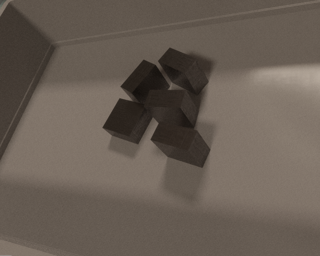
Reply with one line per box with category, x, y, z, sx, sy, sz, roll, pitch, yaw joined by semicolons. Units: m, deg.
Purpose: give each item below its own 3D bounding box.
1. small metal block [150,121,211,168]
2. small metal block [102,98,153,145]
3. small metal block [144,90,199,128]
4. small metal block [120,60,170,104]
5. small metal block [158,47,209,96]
small metal block;0.025;0.020;0.363;0.050;0.050;0.025;15;70;33
small metal block;-0.044;-0.010;0.433;0.050;0.025;0.050;16;70;34
small metal block;0.016;-0.024;0.395;0.050;0.050;0.025;4;64;30
small metal block;-0.019;-0.058;0.434;0.025;0.050;0.050;32;79;38
small metal block;0.032;-0.076;0.419;0.050;0.050;0.025;33;80;38
